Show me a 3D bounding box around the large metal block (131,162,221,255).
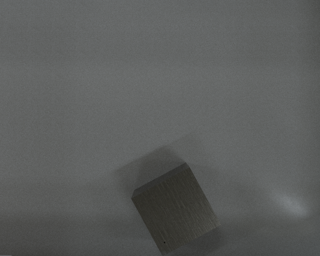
[{"bbox_3d":[0.020,0.101,0.399,0.080,0.050,0.080,-28,90,0],"label":"large metal block"}]
